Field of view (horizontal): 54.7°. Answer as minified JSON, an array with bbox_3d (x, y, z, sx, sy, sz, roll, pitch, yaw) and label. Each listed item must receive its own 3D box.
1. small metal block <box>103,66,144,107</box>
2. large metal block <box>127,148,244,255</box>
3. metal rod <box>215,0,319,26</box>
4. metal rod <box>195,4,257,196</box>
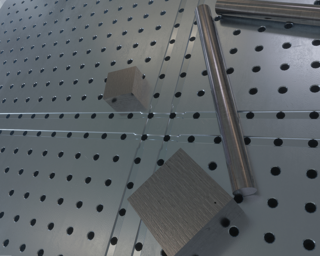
[{"bbox_3d":[-0.056,-0.063,0.476,0.050,0.025,0.050,-9,58,23],"label":"small metal block"},{"bbox_3d":[0.026,0.082,0.328,0.080,0.050,0.080,-44,51,-2],"label":"large metal block"},{"bbox_3d":[0.204,-0.140,0.386,0.300,0.025,0.025,23,74,36],"label":"metal rod"},{"bbox_3d":[0.077,-0.058,0.403,0.025,0.025,0.299,-17,55,18],"label":"metal rod"}]
